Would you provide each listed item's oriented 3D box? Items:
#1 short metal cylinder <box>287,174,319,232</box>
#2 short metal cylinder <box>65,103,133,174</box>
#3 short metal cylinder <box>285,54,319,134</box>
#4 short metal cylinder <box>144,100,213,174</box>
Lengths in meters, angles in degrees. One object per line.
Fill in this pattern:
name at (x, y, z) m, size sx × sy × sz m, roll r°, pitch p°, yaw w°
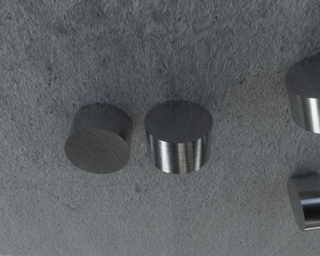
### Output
short metal cylinder at (0.231, 0.112, 0.469) m, size 0.050 × 0.080 × 0.080 m, roll -11°, pitch 129°, yaw 9°
short metal cylinder at (-0.077, 0.014, 0.402) m, size 0.081 × 0.050 × 0.079 m, roll 0°, pitch 130°, yaw 0°
short metal cylinder at (0.183, -0.039, 0.339) m, size 0.080 × 0.080 × 0.050 m, roll -18°, pitch 128°, yaw 14°
short metal cylinder at (0.023, 0.010, 0.379) m, size 0.080 × 0.080 × 0.050 m, roll -2°, pitch 130°, yaw 2°
